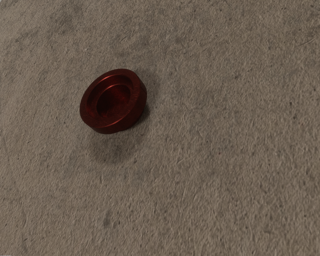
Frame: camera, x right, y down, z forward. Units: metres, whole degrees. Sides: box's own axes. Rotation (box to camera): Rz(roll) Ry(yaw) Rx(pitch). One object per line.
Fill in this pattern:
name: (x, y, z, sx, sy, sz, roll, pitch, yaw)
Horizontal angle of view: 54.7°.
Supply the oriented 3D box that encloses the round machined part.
round machined part: (-0.062, -0.034, 0.444, 0.098, 0.042, 0.098, -13, 56, 20)
